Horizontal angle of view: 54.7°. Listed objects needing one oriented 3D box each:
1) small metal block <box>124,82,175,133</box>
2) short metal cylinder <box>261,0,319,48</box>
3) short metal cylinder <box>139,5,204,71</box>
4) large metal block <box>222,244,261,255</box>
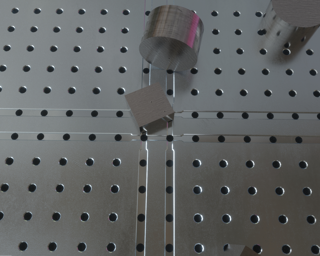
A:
[{"bbox_3d":[-0.014,-0.028,0.422,0.050,0.025,0.050,-23,72,-9],"label":"small metal block"},{"bbox_3d":[0.198,-0.167,0.461,0.081,0.050,0.080,0,70,0],"label":"short metal cylinder"},{"bbox_3d":[0.016,-0.121,0.427,0.080,0.080,0.050,12,71,4],"label":"short metal cylinder"},{"bbox_3d":[0.081,0.171,0.321,0.050,0.080,0.080,32,73,11],"label":"large metal block"}]
